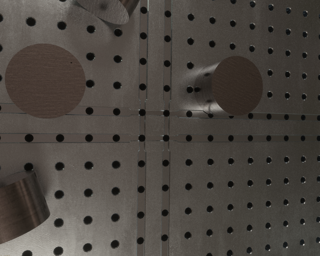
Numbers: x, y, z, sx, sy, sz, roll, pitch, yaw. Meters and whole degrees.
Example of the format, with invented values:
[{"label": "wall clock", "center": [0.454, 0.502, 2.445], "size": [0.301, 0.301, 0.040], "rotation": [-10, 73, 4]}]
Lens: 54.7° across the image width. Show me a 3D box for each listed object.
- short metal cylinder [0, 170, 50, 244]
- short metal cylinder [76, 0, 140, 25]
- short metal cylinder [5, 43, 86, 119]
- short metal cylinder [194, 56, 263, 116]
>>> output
[{"label": "short metal cylinder", "center": [-0.163, 0.082, 0.323], "size": [0.081, 0.080, 0.050], "rotation": [-18, 97, -19]}, {"label": "short metal cylinder", "center": [-0.061, -0.167, 0.361], "size": [0.080, 0.080, 0.050], "rotation": [29, 80, -18]}, {"label": "short metal cylinder", "center": [-0.129, -0.050, 0.352], "size": [0.081, 0.050, 0.079], "rotation": [0, 90, -21]}, {"label": "short metal cylinder", "center": [0.096, -0.057, 0.436], "size": [0.081, 0.050, 0.079], "rotation": [0, 90, -21]}]
